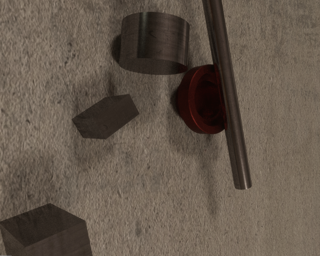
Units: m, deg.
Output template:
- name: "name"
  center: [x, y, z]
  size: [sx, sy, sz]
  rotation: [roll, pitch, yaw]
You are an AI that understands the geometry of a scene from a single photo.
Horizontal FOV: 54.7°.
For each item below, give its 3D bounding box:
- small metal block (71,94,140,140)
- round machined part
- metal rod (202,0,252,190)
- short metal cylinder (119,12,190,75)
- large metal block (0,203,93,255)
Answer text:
- name: "small metal block"
  center: [-0.060, -0.013, 0.340]
  size: [0.050, 0.050, 0.025]
  rotation: [-40, 115, -33]
- name: "round machined part"
  center: [0.061, -0.040, 0.447]
  size: [0.099, 0.042, 0.097]
  rotation: [0, 90, -40]
- name: "metal rod"
  center: [0.092, -0.058, 0.429]
  size: [0.025, 0.025, 0.298]
  rotation: [-20, 103, -39]
- name: "short metal cylinder"
  center: [-0.006, -0.096, 0.365]
  size: [0.081, 0.080, 0.050]
  rotation: [6, 87, -40]
- name: "large metal block"
  center: [-0.102, 0.123, 0.285]
  size: [0.050, 0.080, 0.079]
  rotation: [-16, 100, -39]
